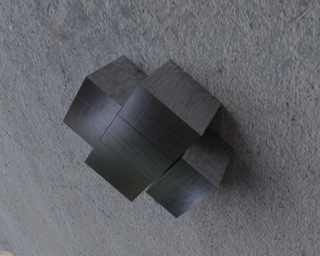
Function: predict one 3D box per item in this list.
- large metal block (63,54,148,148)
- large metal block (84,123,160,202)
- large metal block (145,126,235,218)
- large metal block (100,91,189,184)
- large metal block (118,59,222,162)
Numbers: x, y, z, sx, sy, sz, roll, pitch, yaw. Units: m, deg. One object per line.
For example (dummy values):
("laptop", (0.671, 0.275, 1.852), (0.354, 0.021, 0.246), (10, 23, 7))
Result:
("large metal block", (-0.063, -0.034, 0.384), (0.050, 0.080, 0.080), (41, 129, 0))
("large metal block", (-0.038, 0.036, 0.414), (0.080, 0.080, 0.050), (41, 129, 0))
("large metal block", (0.038, 0.052, 0.384), (0.050, 0.080, 0.080), (41, 129, 0))
("large metal block", (-0.012, 0.007, 0.382), (0.080, 0.080, 0.050), (41, 129, 0))
("large metal block", (0.014, -0.023, 0.351), (0.080, 0.080, 0.050), (41, 129, 0))
